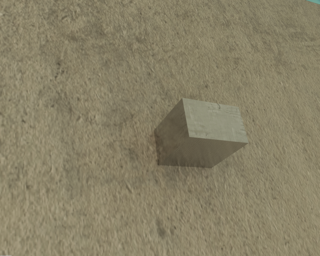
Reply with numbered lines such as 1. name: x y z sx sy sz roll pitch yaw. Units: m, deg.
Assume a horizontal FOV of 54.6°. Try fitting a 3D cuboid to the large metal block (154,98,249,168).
1. large metal block: 0.048 0.010 0.387 0.081 0.080 0.050 7 59 -25
